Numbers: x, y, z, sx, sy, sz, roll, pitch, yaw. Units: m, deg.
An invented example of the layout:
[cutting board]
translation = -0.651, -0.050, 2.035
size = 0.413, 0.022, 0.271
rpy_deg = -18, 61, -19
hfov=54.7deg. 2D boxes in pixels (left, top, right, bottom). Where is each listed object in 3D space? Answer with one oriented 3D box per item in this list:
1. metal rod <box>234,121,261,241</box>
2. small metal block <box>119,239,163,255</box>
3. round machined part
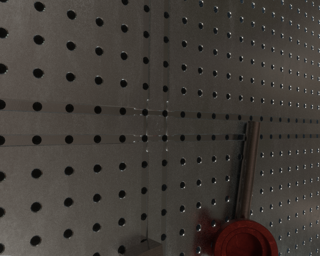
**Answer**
[metal rod]
translation = 0.143, 0.136, 0.532
size = 0.025, 0.025, 0.299
rpy_deg = 16, 80, -39
[small metal block]
translation = -0.022, 0.177, 0.393
size = 0.050, 0.025, 0.050
rpy_deg = -8, 95, -40
[round machined part]
translation = 0.131, 0.193, 0.490
size = 0.099, 0.042, 0.097
rpy_deg = 0, 82, -1
